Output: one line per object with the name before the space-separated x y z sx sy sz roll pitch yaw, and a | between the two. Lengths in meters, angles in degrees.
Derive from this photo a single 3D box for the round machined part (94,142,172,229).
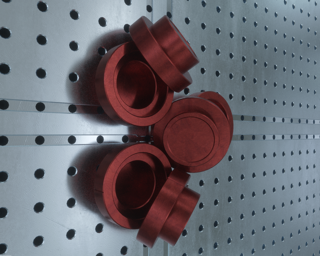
round machined part | -0.035 0.065 0.368 0.099 0.042 0.097 0 90 -40

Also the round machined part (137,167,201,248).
round machined part | 0.015 0.100 0.372 0.042 0.098 0.098 28 71 11

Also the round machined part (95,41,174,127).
round machined part | -0.033 -0.050 0.368 0.099 0.042 0.097 0 90 -40

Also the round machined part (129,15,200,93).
round machined part | 0.011 -0.094 0.370 0.098 0.042 0.098 49 17 -20

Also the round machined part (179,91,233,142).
round machined part | 0.058 -0.003 0.445 0.099 0.042 0.097 0 90 -40

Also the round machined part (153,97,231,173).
round machined part | 0.039 0.010 0.390 0.042 0.098 0.097 -56 136 -77
